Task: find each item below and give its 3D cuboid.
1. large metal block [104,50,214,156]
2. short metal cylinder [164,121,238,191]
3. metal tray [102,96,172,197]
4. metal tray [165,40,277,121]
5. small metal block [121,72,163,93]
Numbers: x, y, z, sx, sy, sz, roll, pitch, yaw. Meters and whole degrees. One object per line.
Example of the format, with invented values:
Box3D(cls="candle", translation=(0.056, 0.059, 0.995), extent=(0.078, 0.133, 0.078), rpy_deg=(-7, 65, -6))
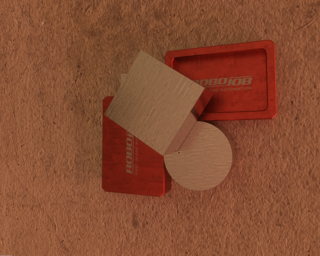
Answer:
Box3D(cls="large metal block", translation=(0.000, -0.027, 0.342), extent=(0.080, 0.050, 0.080), rpy_deg=(34, 101, 16))
Box3D(cls="short metal cylinder", translation=(0.051, 0.032, 0.378), extent=(0.080, 0.050, 0.080), rpy_deg=(0, 90, 20))
Box3D(cls="metal tray", translation=(-0.031, 0.022, 0.419), extent=(0.090, 0.030, 0.129), rpy_deg=(1, 90, 20))
Box3D(cls="metal tray", translation=(0.073, -0.054, 0.381), extent=(0.130, 0.030, 0.089), rpy_deg=(-2, 89, 19))
Box3D(cls="small metal block", translation=(-0.017, -0.055, 0.403), extent=(0.050, 0.050, 0.025), rpy_deg=(1, 91, 20))
